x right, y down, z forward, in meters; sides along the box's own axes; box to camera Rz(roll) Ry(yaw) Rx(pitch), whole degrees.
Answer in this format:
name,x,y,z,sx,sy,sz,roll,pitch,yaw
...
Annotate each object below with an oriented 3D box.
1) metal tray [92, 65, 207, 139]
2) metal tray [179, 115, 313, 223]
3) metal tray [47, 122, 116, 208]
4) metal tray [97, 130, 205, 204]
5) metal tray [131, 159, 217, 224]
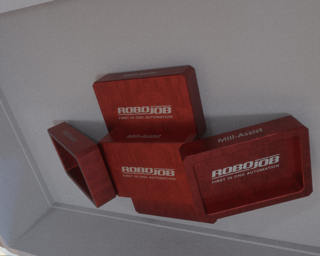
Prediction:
name,x,y,z,sx,sy,sz,roll,pitch,yaw
metal tray,-0.014,-0.026,0.393,0.130,0.030,0.089,-1,118,28
metal tray,0.095,0.047,0.342,0.131,0.030,0.089,-15,115,2
metal tray,-0.118,0.050,0.457,0.130,0.030,0.089,24,135,51
metal tray,-0.010,0.050,0.400,0.130,0.030,0.089,-1,118,28
metal tray,0.016,0.087,0.447,0.130,0.030,0.089,-1,118,28
